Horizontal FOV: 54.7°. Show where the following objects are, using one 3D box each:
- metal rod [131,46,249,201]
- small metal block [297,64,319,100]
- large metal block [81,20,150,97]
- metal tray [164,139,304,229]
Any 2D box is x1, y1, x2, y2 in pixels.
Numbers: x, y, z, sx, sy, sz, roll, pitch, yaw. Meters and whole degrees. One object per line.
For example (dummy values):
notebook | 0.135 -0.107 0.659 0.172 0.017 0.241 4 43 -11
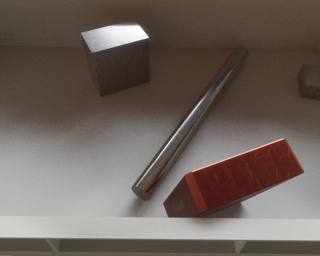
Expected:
metal rod | 0.056 -0.026 0.427 0.025 0.025 0.301 25 54 19
small metal block | 0.239 -0.068 0.466 0.050 0.025 0.050 8 50 6
large metal block | -0.062 -0.102 0.454 0.081 0.080 0.050 -20 53 -17
metal tray | 0.058 0.058 0.287 0.091 0.129 0.030 -17 70 -14
